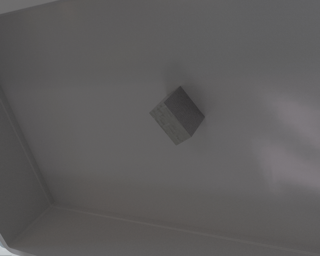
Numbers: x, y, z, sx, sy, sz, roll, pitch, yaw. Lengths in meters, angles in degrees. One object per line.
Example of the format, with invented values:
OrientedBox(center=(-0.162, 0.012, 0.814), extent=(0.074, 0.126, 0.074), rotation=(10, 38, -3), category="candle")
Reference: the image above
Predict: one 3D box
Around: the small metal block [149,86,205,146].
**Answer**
OrientedBox(center=(0.022, -0.016, 0.372), extent=(0.025, 0.050, 0.050), rotation=(-33, 100, 38), category="small metal block")
